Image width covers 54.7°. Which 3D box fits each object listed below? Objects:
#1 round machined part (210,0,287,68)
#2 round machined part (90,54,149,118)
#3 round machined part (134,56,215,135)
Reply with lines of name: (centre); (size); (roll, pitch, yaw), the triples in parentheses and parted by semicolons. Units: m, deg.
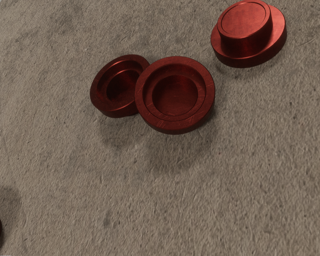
round machined part: (0.115, -0.131, 0.413); (0.098, 0.042, 0.098); (-13, 56, 20)
round machined part: (-0.049, -0.056, 0.451); (0.098, 0.042, 0.098); (-13, 56, 20)
round machined part: (0.020, -0.038, 0.392); (0.099, 0.042, 0.098); (-2, 72, 8)
